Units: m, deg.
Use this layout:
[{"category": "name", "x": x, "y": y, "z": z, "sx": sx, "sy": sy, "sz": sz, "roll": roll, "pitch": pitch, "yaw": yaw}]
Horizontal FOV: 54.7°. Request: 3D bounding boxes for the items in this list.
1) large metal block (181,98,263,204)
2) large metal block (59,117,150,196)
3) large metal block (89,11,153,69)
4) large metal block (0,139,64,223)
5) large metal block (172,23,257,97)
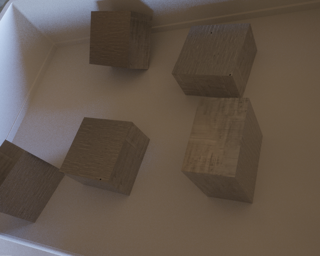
[{"category": "large metal block", "x": 0.069, "y": 0.024, "z": 0.320, "sx": 0.050, "sy": 0.080, "sz": 0.080, "roll": 3, "pitch": 63, "yaw": 29}, {"category": "large metal block", "x": -0.071, "y": 0.035, "z": 0.405, "sx": 0.080, "sy": 0.050, "sz": 0.080, "roll": 6, "pitch": 65, "yaw": 31}, {"category": "large metal block", "x": -0.062, "y": -0.136, "z": 0.482, "sx": 0.080, "sy": 0.050, "sz": 0.079, "roll": 14, "pitch": 105, "yaw": 33}, {"category": "large metal block", "x": -0.192, "y": 0.074, "z": 0.426, "sx": 0.050, "sy": 0.080, "sz": 0.080, "roll": 18, "pitch": 71, "yaw": 35}, {"category": "large metal block", "x": 0.073, "y": -0.087, "z": 0.405, "sx": 0.080, "sy": 0.050, "sz": 0.080, "roll": 9, "pitch": 66, "yaw": 32}]
